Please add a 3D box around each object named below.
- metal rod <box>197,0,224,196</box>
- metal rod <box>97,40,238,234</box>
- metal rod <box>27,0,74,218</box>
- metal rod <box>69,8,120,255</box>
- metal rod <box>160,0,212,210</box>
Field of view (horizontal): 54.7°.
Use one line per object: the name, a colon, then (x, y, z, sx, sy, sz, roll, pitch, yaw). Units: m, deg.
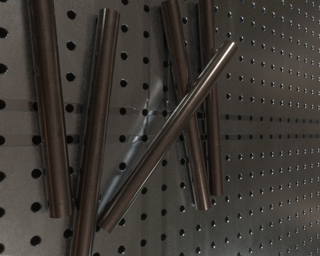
metal rod: (0.079, -0.045, 0.477, 0.025, 0.025, 0.298, -7, 94, -40)
metal rod: (0.018, -0.001, 0.401, 0.025, 0.025, 0.300, 47, 69, -30)
metal rod: (-0.114, -0.058, 0.314, 0.025, 0.025, 0.298, -7, 95, -40)
metal rod: (-0.074, 0.015, 0.348, 0.025, 0.025, 0.298, 10, 84, -40)
metal rod: (0.039, -0.026, 0.444, 0.025, 0.025, 0.298, -18, 102, -39)
